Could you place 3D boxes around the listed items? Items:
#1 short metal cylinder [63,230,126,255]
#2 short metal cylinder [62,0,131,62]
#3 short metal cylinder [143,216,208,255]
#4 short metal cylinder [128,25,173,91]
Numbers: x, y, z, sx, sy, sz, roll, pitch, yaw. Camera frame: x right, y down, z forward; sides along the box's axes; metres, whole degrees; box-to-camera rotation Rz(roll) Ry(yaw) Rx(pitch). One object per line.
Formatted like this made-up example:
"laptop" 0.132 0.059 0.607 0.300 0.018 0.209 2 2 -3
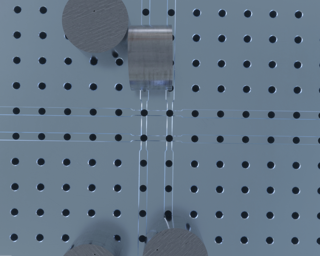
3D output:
"short metal cylinder" -0.086 0.181 0.400 0.081 0.050 0.080 0 90 0
"short metal cylinder" -0.078 -0.131 0.400 0.081 0.050 0.079 0 90 0
"short metal cylinder" 0.019 0.161 0.401 0.081 0.050 0.079 0 90 0
"short metal cylinder" -0.011 -0.087 0.386 0.050 0.080 0.079 0 90 0
